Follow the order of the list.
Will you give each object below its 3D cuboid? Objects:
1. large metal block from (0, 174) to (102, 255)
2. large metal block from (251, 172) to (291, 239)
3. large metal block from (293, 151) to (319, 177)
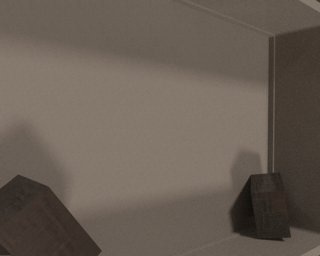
[{"bbox_3d":[-0.112,0.093,0.279,0.050,0.080,0.080,-45,117,-31],"label":"large metal block"},{"bbox_3d":[0.187,0.130,0.528,0.080,0.050,0.079,-39,119,-69],"label":"large metal block"},{"bbox_3d":[0.349,0.080,0.671,0.081,0.080,0.050,10,84,-40],"label":"large metal block"}]
